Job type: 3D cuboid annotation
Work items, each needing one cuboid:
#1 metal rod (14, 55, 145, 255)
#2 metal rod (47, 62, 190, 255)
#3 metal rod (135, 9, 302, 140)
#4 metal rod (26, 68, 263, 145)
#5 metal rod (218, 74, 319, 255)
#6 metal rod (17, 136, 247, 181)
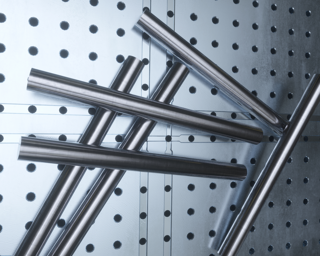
[{"bbox_3d":[-0.100,0.044,0.375,0.025,0.025,0.300,31,80,-18],"label":"metal rod"},{"bbox_3d":[-0.049,0.042,0.394,0.025,0.025,0.300,36,78,-17],"label":"metal rod"},{"bbox_3d":[0.094,-0.064,0.446,0.301,0.025,0.025,34,79,-17],"label":"metal rod"},{"bbox_3d":[-0.002,-0.021,0.383,0.302,0.025,0.025,13,86,-20],"label":"metal rod"},{"bbox_3d":[0.168,0.056,0.454,0.025,0.025,0.299,30,87,-18],"label":"metal rod"},{"bbox_3d":[-0.011,0.043,0.384,0.302,0.025,0.025,10,87,-29],"label":"metal rod"}]
